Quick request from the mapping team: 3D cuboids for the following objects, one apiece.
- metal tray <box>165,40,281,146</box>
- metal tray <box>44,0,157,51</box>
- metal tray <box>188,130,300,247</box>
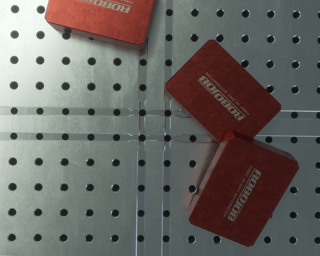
[{"bbox_3d":[0.081,-0.040,0.412,0.130,0.030,0.090,44,90,-1],"label":"metal tray"},{"bbox_3d":[-0.074,-0.164,0.410,0.131,0.030,0.089,14,90,-1],"label":"metal tray"},{"bbox_3d":[0.102,0.078,0.394,0.090,0.030,0.129,22,107,-1],"label":"metal tray"}]
